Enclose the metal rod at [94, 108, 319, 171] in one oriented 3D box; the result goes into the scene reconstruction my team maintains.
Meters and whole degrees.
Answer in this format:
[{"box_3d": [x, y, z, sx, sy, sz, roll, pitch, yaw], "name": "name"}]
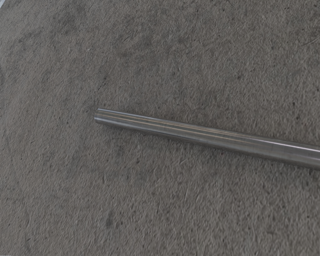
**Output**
[{"box_3d": [0.035, 0.006, 0.382, 0.300, 0.025, 0.025, 11, 67, 32], "name": "metal rod"}]
